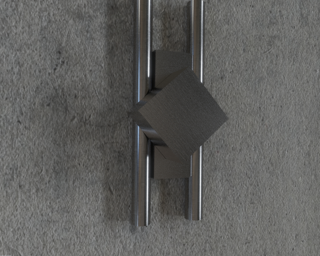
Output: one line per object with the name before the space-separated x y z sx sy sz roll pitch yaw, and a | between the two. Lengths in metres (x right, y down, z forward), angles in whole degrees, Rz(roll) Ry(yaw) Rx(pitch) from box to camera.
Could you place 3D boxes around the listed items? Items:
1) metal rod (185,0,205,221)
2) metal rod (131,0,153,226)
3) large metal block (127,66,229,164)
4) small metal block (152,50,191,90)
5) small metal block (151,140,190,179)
metal rod | 0.048 -0.024 0.430 0.025 0.025 0.298 1 90 -20
metal rod | -0.023 -0.025 0.403 0.025 0.025 0.298 1 90 -20
large metal block | 0.021 -0.015 0.377 0.080 0.050 0.080 -43 104 -15
small metal block | 0.013 -0.075 0.415 0.050 0.025 0.050 1 90 -21
small metal block | 0.012 0.041 0.415 0.050 0.025 0.050 1 90 -21
